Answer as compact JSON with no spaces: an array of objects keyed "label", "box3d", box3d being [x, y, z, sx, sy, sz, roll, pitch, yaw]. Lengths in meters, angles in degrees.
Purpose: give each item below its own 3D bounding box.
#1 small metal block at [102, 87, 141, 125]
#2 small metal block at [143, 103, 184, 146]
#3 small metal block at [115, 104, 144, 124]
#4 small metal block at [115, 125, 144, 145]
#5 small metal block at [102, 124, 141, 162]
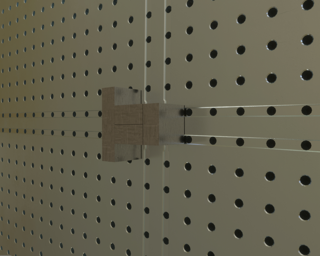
[{"label":"small metal block","box3d":[-0.053,-0.030,0.434,0.025,0.050,0.050,0,90,40]},{"label":"small metal block","box3d":[0.005,-0.004,0.386,0.025,0.050,0.050,0,90,40]},{"label":"small metal block","box3d":[-0.024,-0.017,0.410,0.050,0.050,0.025,0,90,39]},{"label":"small metal block","box3d":[-0.024,0.008,0.410,0.050,0.050,0.025,0,90,39]},{"label":"small metal block","box3d":[-0.053,0.020,0.434,0.025,0.050,0.050,0,90,40]}]
